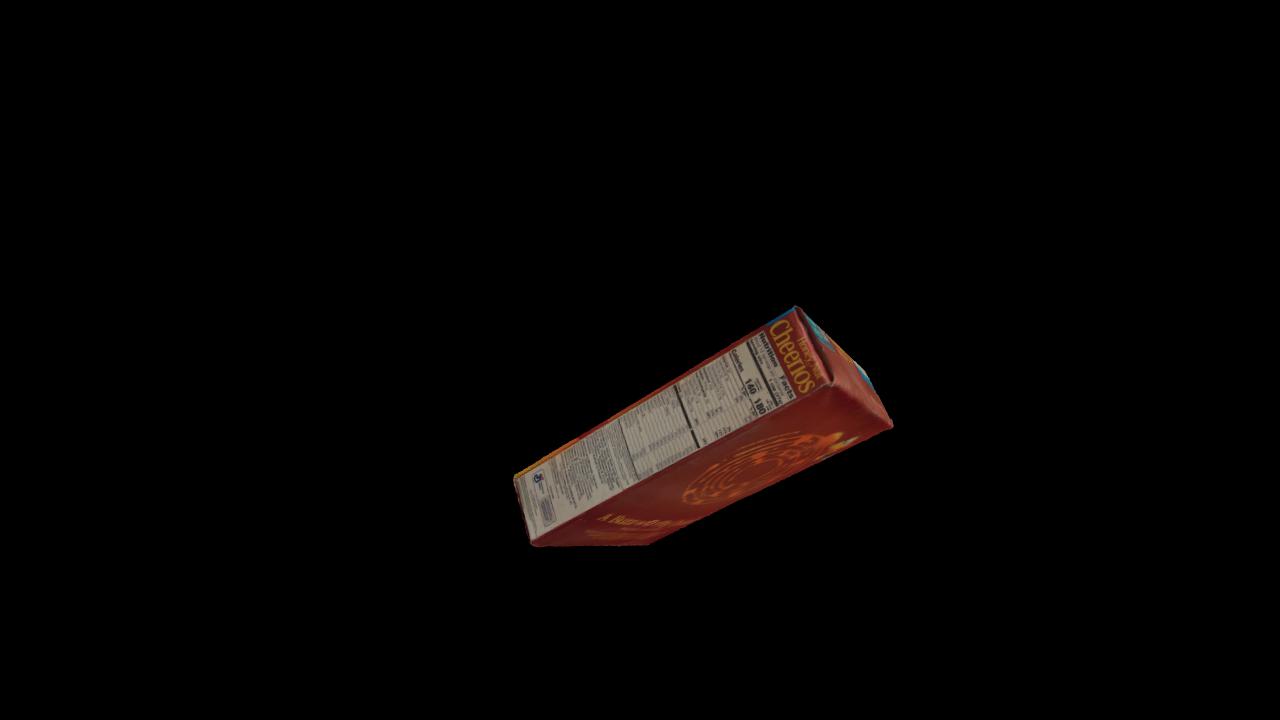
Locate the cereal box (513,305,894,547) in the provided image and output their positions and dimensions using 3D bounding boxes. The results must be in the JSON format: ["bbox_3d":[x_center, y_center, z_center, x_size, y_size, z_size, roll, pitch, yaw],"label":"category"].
[{"bbox_3d":[0.063,0.084,0.577,0.306,0.081,0.203,-33,-30,22],"label":"cereal box"}]
